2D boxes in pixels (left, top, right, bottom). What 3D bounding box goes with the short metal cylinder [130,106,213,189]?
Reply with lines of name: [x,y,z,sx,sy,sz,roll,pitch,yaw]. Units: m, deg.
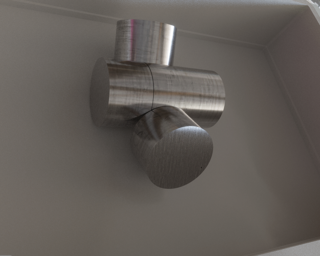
short metal cylinder: [0.012,0.022,0.352,0.081,0.079,0.050,0,28,-28]

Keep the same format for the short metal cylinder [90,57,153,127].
short metal cylinder: [-0.048,-0.041,0.367,0.050,0.080,0.080,1,61,-27]

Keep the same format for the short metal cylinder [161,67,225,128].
short metal cylinder: [0.042,-0.040,0.415,0.050,0.080,0.080,1,61,-27]

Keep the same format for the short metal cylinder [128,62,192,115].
short metal cylinder: [-0.003,-0.040,0.391,0.050,0.080,0.080,1,61,-27]

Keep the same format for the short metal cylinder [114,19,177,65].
short metal cylinder: [-0.020,-0.111,0.416,0.081,0.080,0.050,2,99,-27]
